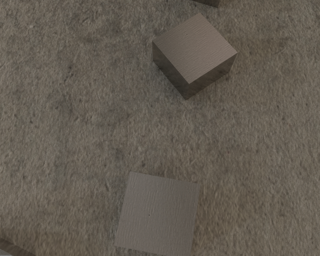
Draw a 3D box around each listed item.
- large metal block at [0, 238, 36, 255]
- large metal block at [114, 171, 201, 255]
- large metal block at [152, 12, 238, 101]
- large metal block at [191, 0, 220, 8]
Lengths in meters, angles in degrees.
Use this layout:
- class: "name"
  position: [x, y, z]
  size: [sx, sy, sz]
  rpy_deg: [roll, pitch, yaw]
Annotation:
- class: "large metal block"
  position: [-0.200, 0.160, 0.334]
  size: [0.080, 0.050, 0.080]
  rpy_deg: [23, 71, 8]
- class: "large metal block"
  position: [-0.002, 0.101, 0.358]
  size: [0.080, 0.050, 0.080]
  rpy_deg: [10, 70, 3]
- class: "large metal block"
  position: [0.046, -0.099, 0.432]
  size: [0.080, 0.050, 0.080]
  rpy_deg: [-34, 74, -12]
- class: "large metal block"
  position: [0.068, -0.247, 0.486]
  size: [0.080, 0.050, 0.080]
  rpy_deg: [19, 71, 6]
